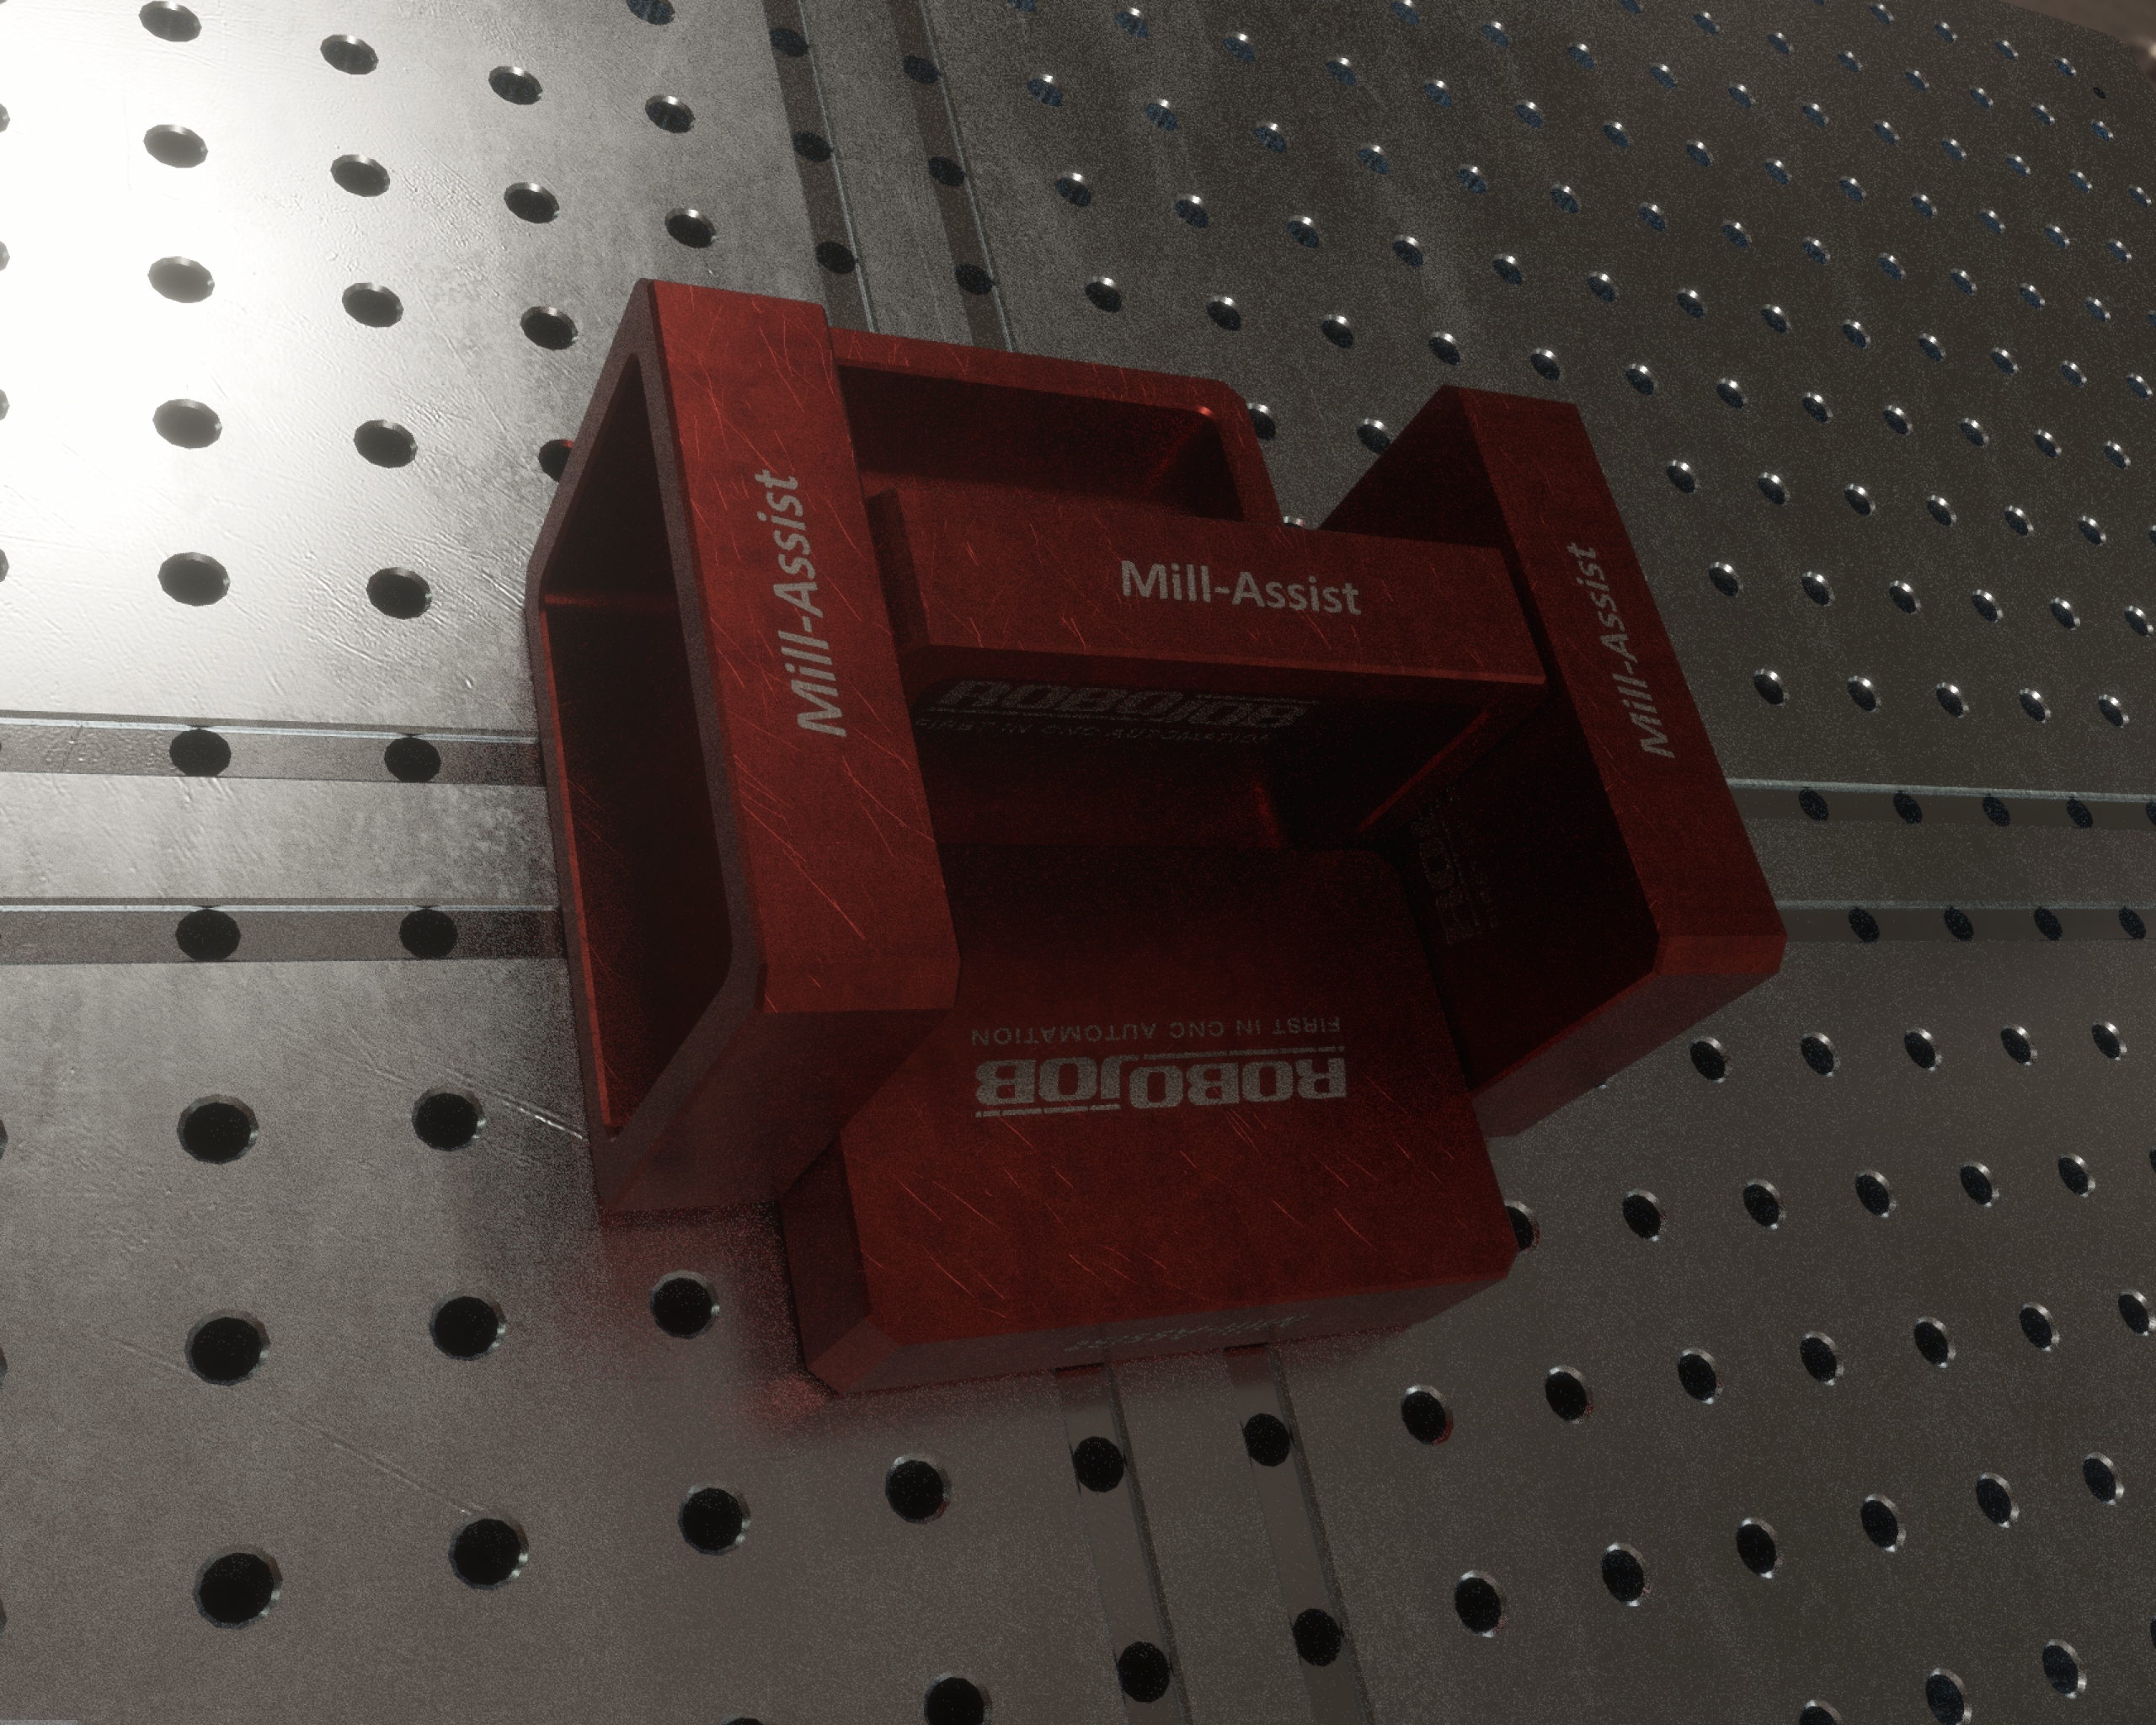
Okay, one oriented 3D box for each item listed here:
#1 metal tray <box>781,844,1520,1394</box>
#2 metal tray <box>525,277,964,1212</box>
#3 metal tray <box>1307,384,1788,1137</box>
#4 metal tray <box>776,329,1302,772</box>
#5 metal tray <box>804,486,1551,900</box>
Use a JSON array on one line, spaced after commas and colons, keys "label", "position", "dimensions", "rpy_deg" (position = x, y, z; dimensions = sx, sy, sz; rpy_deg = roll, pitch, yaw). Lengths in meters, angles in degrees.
[{"label": "metal tray", "position": [0.010, 0.043, 0.384], "dimensions": [0.131, 0.030, 0.090], "rpy_deg": [1, 62, -28]}, {"label": "metal tray", "position": [-0.061, -0.018, 0.345], "dimensions": [0.030, 0.090, 0.130], "rpy_deg": [1, 61, -28]}, {"label": "metal tray", "position": [0.082, -0.019, 0.423], "dimensions": [0.030, 0.090, 0.130], "rpy_deg": [1, 61, -28]}, {"label": "metal tray", "position": [-0.017, -0.064, 0.436], "dimensions": [0.131, 0.030, 0.090], "rpy_deg": [1, 62, -28]}, {"label": "metal tray", "position": [0.009, -0.025, 0.386], "dimensions": [0.131, 0.090, 0.030], "rpy_deg": [1, 62, -28]}]
